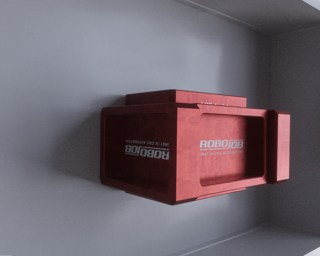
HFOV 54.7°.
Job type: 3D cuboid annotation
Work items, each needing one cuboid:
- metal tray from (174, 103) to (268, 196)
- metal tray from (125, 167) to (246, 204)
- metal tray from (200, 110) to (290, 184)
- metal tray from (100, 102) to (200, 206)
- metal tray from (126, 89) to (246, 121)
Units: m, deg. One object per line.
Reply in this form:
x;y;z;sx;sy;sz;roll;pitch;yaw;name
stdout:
0.072;0.022;0.344;0.131;0.030;0.089;1;89;-40;metal tray
0.033;0.064;0.388;0.131;0.090;0.030;0;90;-40;metal tray
0.109;0.022;0.426;0.030;0.130;0.089;1;90;-40;metal tray
-0.017;0.022;0.322;0.030;0.130;0.089;1;90;-40;metal tray
0.034;-0.025;0.389;0.131;0.090;0.030;0;91;-40;metal tray
